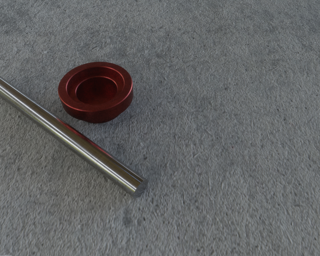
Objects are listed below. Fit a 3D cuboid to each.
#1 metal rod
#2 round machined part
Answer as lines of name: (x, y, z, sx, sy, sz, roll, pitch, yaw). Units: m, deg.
metal rod: (-0.139, -0.004, 0.404, 0.300, 0.025, 0.025, 31, 57, 23)
round machined part: (-0.086, -0.045, 0.429, 0.099, 0.042, 0.098, 0, 50, 0)
